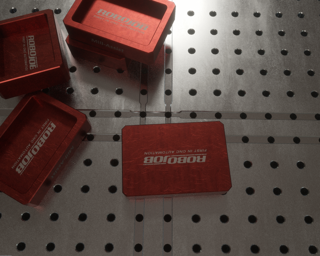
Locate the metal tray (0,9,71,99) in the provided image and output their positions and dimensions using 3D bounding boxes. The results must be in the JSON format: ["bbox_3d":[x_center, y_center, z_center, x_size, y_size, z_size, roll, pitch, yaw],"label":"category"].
[{"bbox_3d":[-0.181,-0.106,0.427,0.091,0.030,0.130,-17,56,-7],"label":"metal tray"}]

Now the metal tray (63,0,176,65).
[{"bbox_3d":[-0.054,-0.150,0.430,0.131,0.030,0.090,21,71,7],"label":"metal tray"}]

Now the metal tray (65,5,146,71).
[{"bbox_3d":[-0.071,-0.158,0.465,0.090,0.030,0.130,18,71,6],"label":"metal tray"}]

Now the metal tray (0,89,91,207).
[{"bbox_3d":[-0.163,0.022,0.398,0.090,0.030,0.130,28,72,9],"label":"metal tray"}]

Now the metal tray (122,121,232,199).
[{"bbox_3d":[0.019,0.041,0.395,0.131,0.030,0.090,-3,70,-2],"label":"metal tray"}]
